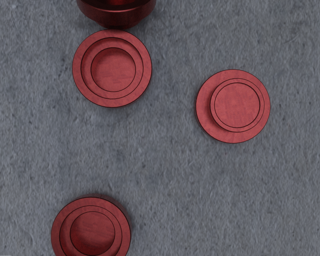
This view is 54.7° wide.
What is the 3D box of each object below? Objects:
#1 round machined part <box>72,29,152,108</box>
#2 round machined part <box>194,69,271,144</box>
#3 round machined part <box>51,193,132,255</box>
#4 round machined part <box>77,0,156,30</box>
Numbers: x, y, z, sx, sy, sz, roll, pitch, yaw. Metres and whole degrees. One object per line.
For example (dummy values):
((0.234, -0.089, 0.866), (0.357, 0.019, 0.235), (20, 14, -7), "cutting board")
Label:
((-0.059, -0.074, 0.401), (0.099, 0.042, 0.097), (0, 90, -1), "round machined part")
((0.095, -0.028, 0.403), (0.099, 0.042, 0.097), (0, 90, -1), "round machined part")
((-0.085, 0.133, 0.401), (0.099, 0.042, 0.097), (0, 90, -1), "round machined part")
((-0.054, -0.162, 0.387), (0.099, 0.042, 0.098), (2, 60, -3), "round machined part")
